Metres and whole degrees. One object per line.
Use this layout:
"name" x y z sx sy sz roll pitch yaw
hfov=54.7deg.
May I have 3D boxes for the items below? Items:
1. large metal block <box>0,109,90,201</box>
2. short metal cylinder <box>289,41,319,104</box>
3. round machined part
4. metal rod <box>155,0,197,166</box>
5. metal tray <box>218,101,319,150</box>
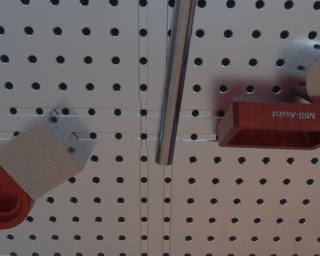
"large metal block" -0.155 0.035 0.412 0.080 0.050 0.080 -32 107 11
"short metal cylinder" 0.208 -0.064 0.378 0.081 0.050 0.079 0 110 0
"round machined part" -0.224 0.090 0.435 0.099 0.042 0.097 0 110 0
"metal rod" 0.023 -0.092 0.379 0.025 0.025 0.298 6 110 -3
"metal tray" 0.145 0.000 0.380 0.131 0.090 0.030 2 72 -1
